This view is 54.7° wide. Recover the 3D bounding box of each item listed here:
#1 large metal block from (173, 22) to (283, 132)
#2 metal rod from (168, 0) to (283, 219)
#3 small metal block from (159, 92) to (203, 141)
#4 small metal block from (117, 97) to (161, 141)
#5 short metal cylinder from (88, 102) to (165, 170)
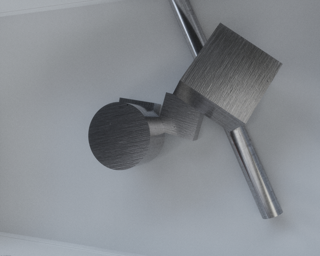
[{"bbox_3d":[0.073,-0.054,0.347,0.080,0.050,0.080,34,78,1],"label":"large metal block"},{"bbox_3d":[0.077,-0.036,0.382,0.025,0.025,0.299,-24,82,18],"label":"metal rod"},{"bbox_3d":[0.028,-0.015,0.400,0.050,0.025,0.050,17,96,18],"label":"small metal block"},{"bbox_3d":[-0.031,-0.012,0.420,0.050,0.025,0.050,11,93,19],"label":"small metal block"},{"bbox_3d":[-0.040,0.009,0.384,0.080,0.050,0.079,0,90,19],"label":"short metal cylinder"}]
